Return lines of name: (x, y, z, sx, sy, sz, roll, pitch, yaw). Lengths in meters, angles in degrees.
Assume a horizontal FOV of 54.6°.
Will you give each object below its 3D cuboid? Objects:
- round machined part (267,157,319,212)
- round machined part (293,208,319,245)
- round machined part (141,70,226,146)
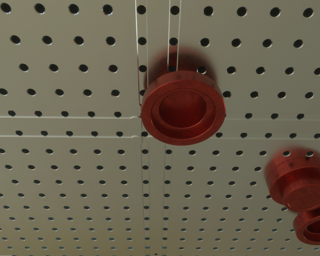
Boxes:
round machined part: (0.221, 0.093, 0.481, 0.099, 0.042, 0.097, 0, 130, 0)
round machined part: (0.281, 0.159, 0.538, 0.099, 0.042, 0.097, 0, 130, 0)
round machined part: (0.027, -0.028, 0.377, 0.099, 0.042, 0.097, 0, 130, 0)
